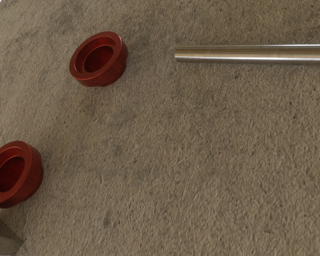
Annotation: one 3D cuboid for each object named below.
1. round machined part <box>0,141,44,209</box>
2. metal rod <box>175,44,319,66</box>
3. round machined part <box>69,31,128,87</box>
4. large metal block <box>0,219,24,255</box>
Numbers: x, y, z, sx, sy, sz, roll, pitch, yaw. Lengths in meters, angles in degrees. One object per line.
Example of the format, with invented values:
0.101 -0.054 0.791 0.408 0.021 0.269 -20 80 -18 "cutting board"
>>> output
-0.214 0.071 0.459 0.098 0.042 0.098 -13 56 20 "round machined part"
0.155 -0.089 0.376 0.300 0.025 0.025 9 66 31 "metal rod"
-0.095 -0.107 0.506 0.098 0.042 0.098 -13 56 20 "round machined part"
-0.244 0.145 0.405 0.080 0.080 0.050 21 73 35 "large metal block"
